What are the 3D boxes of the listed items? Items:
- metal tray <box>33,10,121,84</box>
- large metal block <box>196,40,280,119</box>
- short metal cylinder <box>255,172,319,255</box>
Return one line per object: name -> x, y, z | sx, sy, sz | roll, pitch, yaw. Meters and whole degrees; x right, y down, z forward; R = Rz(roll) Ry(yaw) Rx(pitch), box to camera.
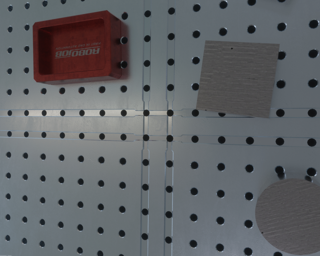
metal tray -> -0.123, -0.114, 0.453 | 0.130, 0.030, 0.089 | -1, 90, 20
large metal block -> 0.093, -0.055, 0.366 | 0.080, 0.050, 0.079 | 9, 93, 19
short metal cylinder -> 0.150, 0.092, 0.346 | 0.080, 0.050, 0.080 | 0, 90, 20
